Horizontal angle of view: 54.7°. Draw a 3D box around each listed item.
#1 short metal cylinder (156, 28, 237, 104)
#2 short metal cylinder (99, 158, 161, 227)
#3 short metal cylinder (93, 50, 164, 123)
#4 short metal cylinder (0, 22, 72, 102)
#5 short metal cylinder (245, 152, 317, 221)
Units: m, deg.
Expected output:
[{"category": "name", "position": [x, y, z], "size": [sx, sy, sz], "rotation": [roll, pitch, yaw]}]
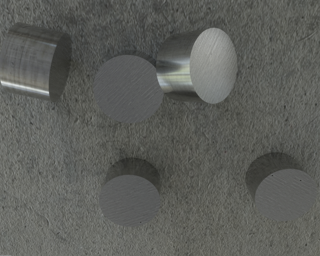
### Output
[{"category": "short metal cylinder", "position": [0.042, -0.069, 0.349], "size": [0.081, 0.050, 0.079], "rotation": [-8, 102, -41]}, {"category": "short metal cylinder", "position": [-0.040, 0.088, 0.428], "size": [0.081, 0.050, 0.079], "rotation": [0, 110, 0]}, {"category": "short metal cylinder", "position": [-0.036, -0.052, 0.377], "size": [0.081, 0.050, 0.079], "rotation": [0, 110, 0]}, {"category": "short metal cylinder", "position": [-0.138, -0.074, 0.352], "size": [0.050, 0.080, 0.079], "rotation": [13, 110, -5]}, {"category": "short metal cylinder", "position": [0.164, 0.080, 0.427], "size": [0.081, 0.050, 0.079], "rotation": [0, 110, 0]}]
